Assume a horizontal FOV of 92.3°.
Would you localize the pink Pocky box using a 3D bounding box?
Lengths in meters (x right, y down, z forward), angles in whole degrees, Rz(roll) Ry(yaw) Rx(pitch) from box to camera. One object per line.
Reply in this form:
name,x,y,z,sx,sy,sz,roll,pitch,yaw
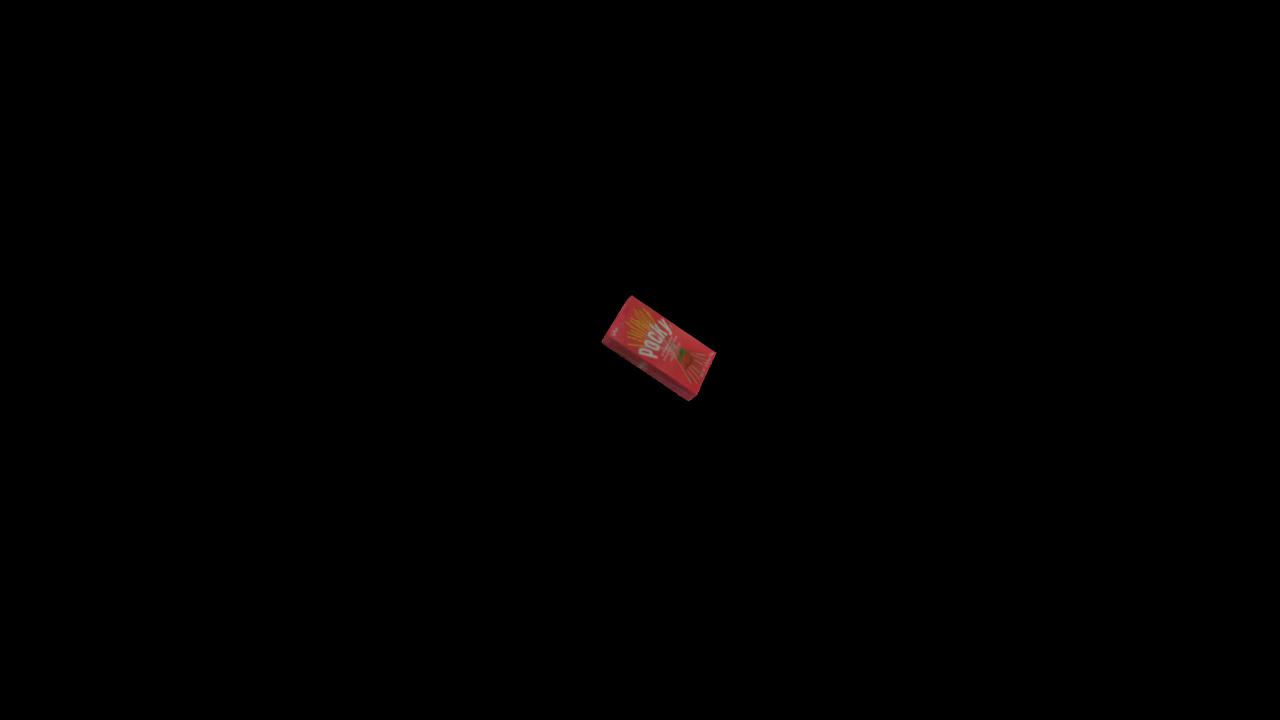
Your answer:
pink Pocky box,0.029,-0.017,0.883,0.155,0.084,0.029,34,-33,-7
